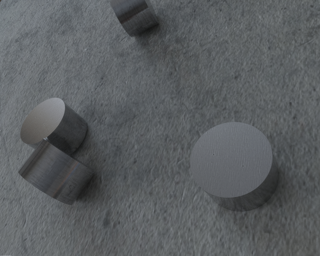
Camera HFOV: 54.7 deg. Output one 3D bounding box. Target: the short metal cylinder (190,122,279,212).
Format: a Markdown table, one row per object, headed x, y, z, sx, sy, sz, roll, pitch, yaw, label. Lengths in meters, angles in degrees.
| x | y | z | sx | sy | sz | roll | pitch | yaw | label |
| --- | --- | --- | --- | --- | --- | --- | --- | --- | --- |
| 0.078 | 0.041 | 0.322 | 0.080 | 0.050 | 0.080 | -13 | 56 | 20 | short metal cylinder |

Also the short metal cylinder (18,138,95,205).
| x | y | z | sx | sy | sz | roll | pitch | yaw | label |
| --- | --- | --- | --- | --- | --- | --- | --- | --- | --- |
| -0.132 | 0.056 | 0.401 | 0.080 | 0.080 | 0.050 | 25 | 76 | 36 | short metal cylinder |

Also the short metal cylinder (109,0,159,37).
| x | y | z | sx | sy | sz | roll | pitch | yaw | label |
| --- | --- | --- | --- | --- | --- | --- | --- | --- | --- |
| -0.043 | -0.198 | 0.511 | 0.050 | 0.080 | 0.080 | -25 | 53 | 13 | short metal cylinder |

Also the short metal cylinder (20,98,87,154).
| x | y | z | sx | sy | sz | roll | pitch | yaw | label |
| --- | --- | --- | --- | --- | --- | --- | --- | --- | --- |
| -0.158 | 0.002 | 0.464 | 0.080 | 0.050 | 0.080 | -16 | 51 | 21 | short metal cylinder |
